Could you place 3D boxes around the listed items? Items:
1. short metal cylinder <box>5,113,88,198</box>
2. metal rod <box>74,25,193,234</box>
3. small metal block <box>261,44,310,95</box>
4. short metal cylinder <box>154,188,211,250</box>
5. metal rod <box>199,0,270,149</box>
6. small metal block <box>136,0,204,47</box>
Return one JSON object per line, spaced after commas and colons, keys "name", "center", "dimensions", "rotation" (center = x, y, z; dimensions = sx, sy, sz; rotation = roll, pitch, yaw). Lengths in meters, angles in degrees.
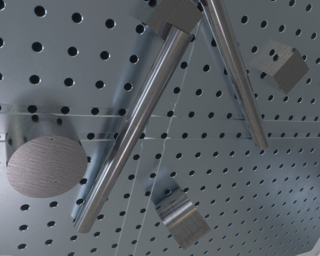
{"name": "short metal cylinder", "center": [-0.127, 0.031, 0.345], "dimensions": [0.081, 0.050, 0.079], "rotation": [-14, 124, -21]}
{"name": "metal rod", "center": [-0.043, 0.018, 0.381], "dimensions": [0.025, 0.025, 0.298], "rotation": [13, 117, -34]}
{"name": "small metal block", "center": [0.186, -0.086, 0.460], "dimensions": [0.050, 0.025, 0.050], "rotation": [-49, 129, 6]}
{"name": "short metal cylinder", "center": [0.035, 0.139, 0.481], "dimensions": [0.050, 0.080, 0.080], "rotation": [-36, 129, -5]}
{"name": "metal rod", "center": [0.108, -0.071, 0.426], "dimensions": [0.025, 0.025, 0.299], "rotation": [-37, 129, -4]}
{"name": "small metal block", "center": [0.011, -0.123, 0.341], "dimensions": [0.050, 0.025, 0.050], "rotation": [32, 100, -38]}
